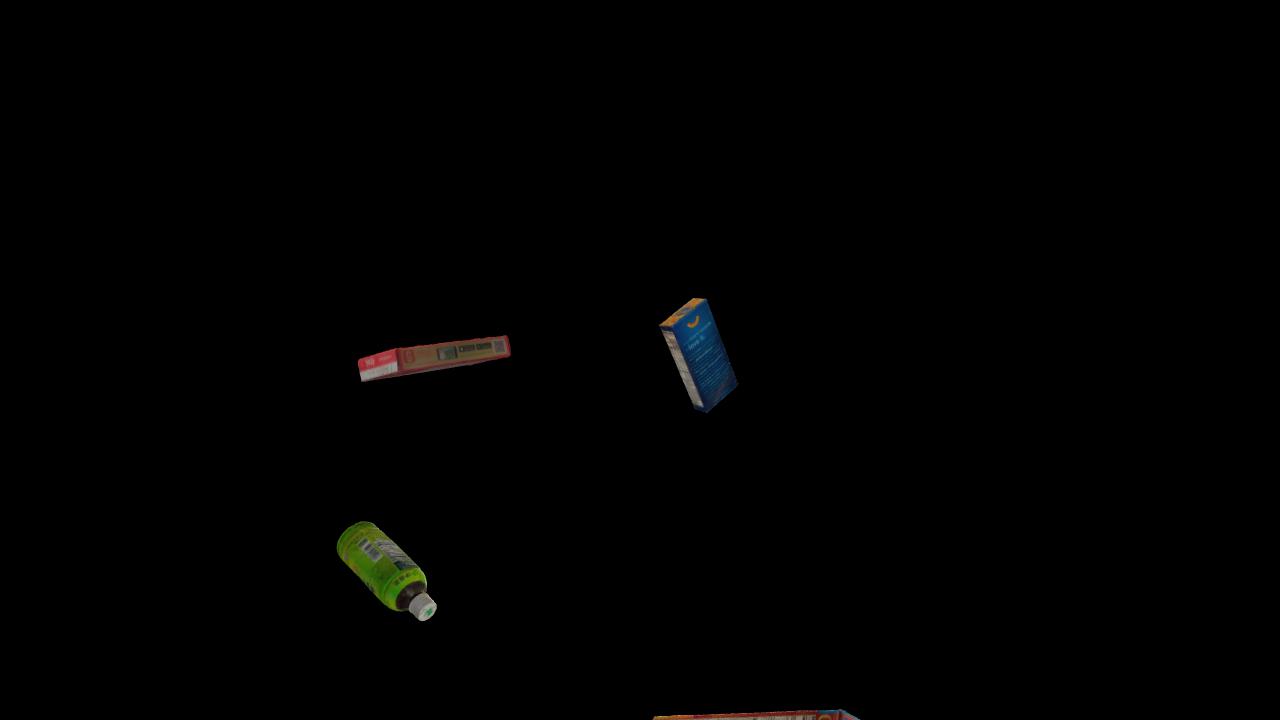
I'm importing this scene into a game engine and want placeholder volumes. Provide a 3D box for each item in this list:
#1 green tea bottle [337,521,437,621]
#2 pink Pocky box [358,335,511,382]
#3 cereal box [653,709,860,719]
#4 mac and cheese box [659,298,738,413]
[{"bbox_3d":[-0.386,0.328,0.946,0.212,0.073,0.073,24,14,36],"label":"green tea bottle"},{"bbox_3d":[-0.238,-0.003,0.725,0.084,0.029,0.155,-10,1,39],"label":"pink Pocky box"},{"bbox_3d":[0.176,0.477,0.710,0.203,0.081,0.306,34,-43,-20],"label":"cereal box"},{"bbox_3d":[0.106,-0.007,1.083,0.093,0.184,0.041,-38,29,-27],"label":"mac and cheese box"}]
